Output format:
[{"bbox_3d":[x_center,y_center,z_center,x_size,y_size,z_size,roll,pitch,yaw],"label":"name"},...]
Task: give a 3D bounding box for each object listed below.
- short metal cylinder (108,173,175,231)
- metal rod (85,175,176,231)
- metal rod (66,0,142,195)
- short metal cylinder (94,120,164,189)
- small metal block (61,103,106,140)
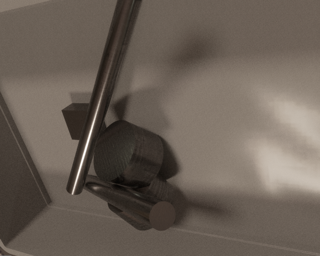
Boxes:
[{"bbox_3d":[-0.027,0.096,0.437,0.080,0.080,0.050,-20,126,35],"label":"short metal cylinder"},{"bbox_3d":[-0.063,0.084,0.399,0.025,0.025,0.299,56,157,-12],"label":"metal rod"},{"bbox_3d":[-0.083,-0.024,0.410,0.025,0.025,0.298,29,120,10],"label":"metal rod"},{"bbox_3d":[-0.042,0.035,0.407,0.080,0.080,0.050,-24,145,36],"label":"short metal cylinder"},{"bbox_3d":[-0.111,-0.009,0.460,0.050,0.025,0.050,3,120,26],"label":"small metal block"}]
